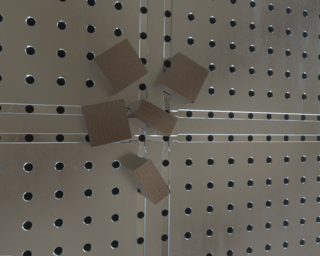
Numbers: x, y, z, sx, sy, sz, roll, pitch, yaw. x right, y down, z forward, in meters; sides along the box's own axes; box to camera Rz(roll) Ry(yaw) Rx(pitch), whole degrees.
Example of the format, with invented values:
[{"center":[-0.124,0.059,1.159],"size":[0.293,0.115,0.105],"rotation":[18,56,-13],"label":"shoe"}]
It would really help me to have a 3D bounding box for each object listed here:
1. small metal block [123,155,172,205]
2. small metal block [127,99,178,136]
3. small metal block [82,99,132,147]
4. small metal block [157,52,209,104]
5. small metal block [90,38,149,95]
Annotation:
[{"center":[-0.017,0.064,0.394],"size":[0.025,0.050,0.050],"rotation":[-35,102,-17],"label":"small metal block"},{"center":[-0.013,-0.012,0.396],"size":[0.050,0.050,0.025],"rotation":[29,80,-19],"label":"small metal block"},{"center":[-0.066,-0.007,0.386],"size":[0.050,0.025,0.050],"rotation":[-12,95,-14],"label":"small metal block"},{"center":[0.032,-0.067,0.425],"size":[0.050,0.025,0.050],"rotation":[29,80,-18],"label":"small metal block"},{"center":[-0.051,-0.077,0.394],"size":[0.050,0.025,0.050],"rotation":[-37,102,-17],"label":"small metal block"}]
